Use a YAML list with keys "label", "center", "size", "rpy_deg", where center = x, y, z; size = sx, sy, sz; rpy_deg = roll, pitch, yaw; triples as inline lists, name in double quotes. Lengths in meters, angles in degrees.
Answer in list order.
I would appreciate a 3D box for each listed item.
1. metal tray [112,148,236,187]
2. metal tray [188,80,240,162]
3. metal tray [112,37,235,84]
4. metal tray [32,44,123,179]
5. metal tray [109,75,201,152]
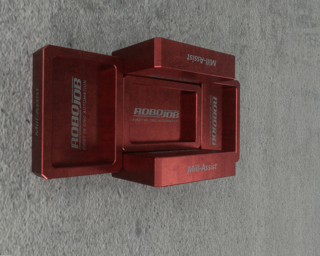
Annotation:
- label: "metal tray"
  center: [0.019, 0.044, 0.380]
  size: [0.131, 0.090, 0.030]
  rpy_deg: [0, 90, -40]
- label: "metal tray"
  center: [0.084, -0.011, 0.476]
  size: [0.091, 0.030, 0.129]
  rpy_deg: [1, 90, -40]
- label: "metal tray"
  center: [0.018, -0.076, 0.381]
  size: [0.131, 0.090, 0.030]
  rpy_deg: [0, 90, -40]
- label: "metal tray"
  center: [-0.086, -0.015, 0.332]
  size: [0.091, 0.030, 0.129]
  rpy_deg: [1, 90, -40]
- label: "metal tray"
  center: [-0.002, -0.016, 0.404]
  size: [0.131, 0.030, 0.089]
  rpy_deg: [1, 90, -40]
